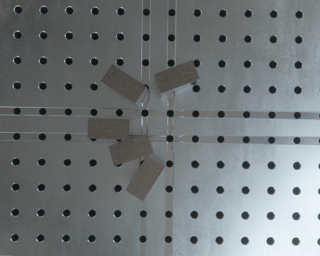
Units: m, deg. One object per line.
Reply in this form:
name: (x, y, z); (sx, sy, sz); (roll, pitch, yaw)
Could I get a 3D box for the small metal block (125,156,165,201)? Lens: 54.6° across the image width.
small metal block: (-0.018, 0.061, 0.401); (0.025, 0.050, 0.050); (32, 90, 0)

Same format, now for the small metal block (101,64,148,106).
small metal block: (-0.044, -0.054, 0.401); (0.050, 0.050, 0.025); (33, 90, 0)

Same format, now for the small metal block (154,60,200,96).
small metal block: (0.021, -0.063, 0.401); (0.050, 0.050, 0.025); (-21, 90, 0)

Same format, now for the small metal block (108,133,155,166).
small metal block: (-0.035, 0.027, 0.401); (0.050, 0.050, 0.025); (-17, 90, 0)

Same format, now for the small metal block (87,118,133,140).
small metal block: (-0.062, 0.001, 0.401); (0.050, 0.050, 0.025); (2, 90, 0)
